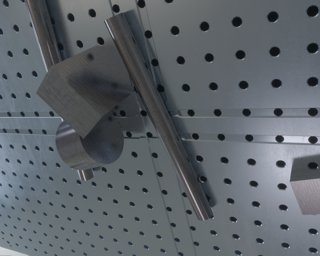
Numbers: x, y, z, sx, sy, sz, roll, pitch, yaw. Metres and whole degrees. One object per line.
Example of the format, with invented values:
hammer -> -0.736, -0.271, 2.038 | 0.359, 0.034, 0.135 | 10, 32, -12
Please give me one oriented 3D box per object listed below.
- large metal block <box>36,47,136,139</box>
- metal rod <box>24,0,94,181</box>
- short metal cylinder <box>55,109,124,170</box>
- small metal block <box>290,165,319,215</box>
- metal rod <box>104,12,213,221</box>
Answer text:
large metal block -> -0.092, -0.047, 0.395 | 0.080, 0.080, 0.050 | 45, 129, -3
metal rod -> -0.143, -0.048, 0.456 | 0.025, 0.025, 0.298 | 6, 121, 25
short metal cylinder -> -0.097, 0.016, 0.437 | 0.050, 0.080, 0.080 | -18, 109, 35
small metal block -> 0.185, 0.072, 0.358 | 0.050, 0.025, 0.050 | -15, 111, 34
metal rod -> 0.006, -0.001, 0.407 | 0.025, 0.025, 0.299 | -12, 112, 33
